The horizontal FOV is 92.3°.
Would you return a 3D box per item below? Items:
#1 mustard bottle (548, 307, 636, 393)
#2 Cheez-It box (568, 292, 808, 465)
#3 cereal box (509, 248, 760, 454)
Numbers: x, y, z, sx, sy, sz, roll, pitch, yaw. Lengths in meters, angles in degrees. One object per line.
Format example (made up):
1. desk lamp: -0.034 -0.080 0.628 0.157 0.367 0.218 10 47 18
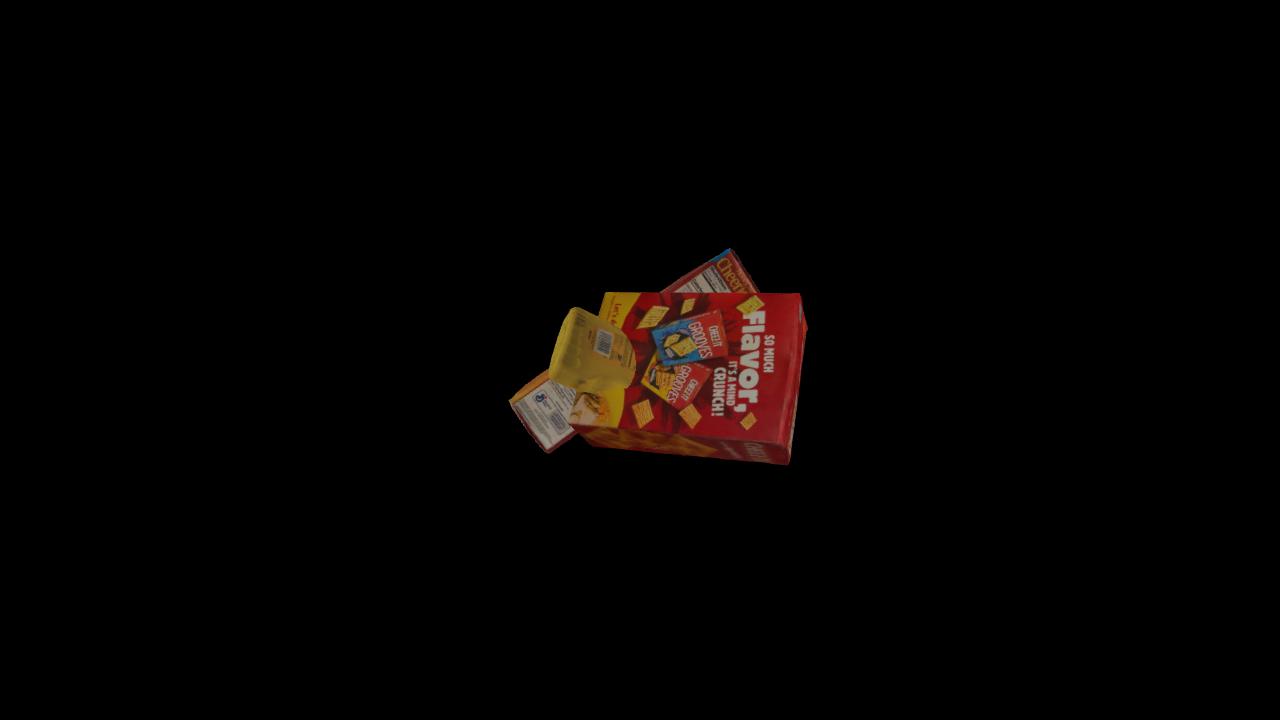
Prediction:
1. mustard bottle: -0.001 0.014 0.657 0.184 0.092 0.054 23 -49 -15
2. Cheez-It box: 0.052 0.013 0.644 0.223 0.166 0.071 2 -27 24
3. cereal box: -0.017 -0.008 0.763 0.306 0.081 0.203 -36 4 -11
